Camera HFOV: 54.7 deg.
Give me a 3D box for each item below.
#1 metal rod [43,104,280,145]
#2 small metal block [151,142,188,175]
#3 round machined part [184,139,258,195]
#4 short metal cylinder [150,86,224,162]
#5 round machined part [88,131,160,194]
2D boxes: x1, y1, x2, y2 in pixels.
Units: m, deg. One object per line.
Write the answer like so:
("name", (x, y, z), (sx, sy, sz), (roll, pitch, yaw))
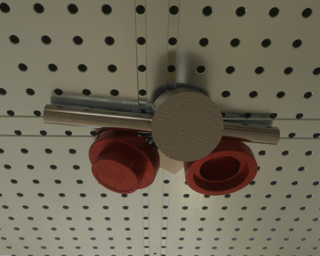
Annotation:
("metal rod", (0.006, -0.004, 0.404), (0.302, 0.025, 0.025), (5, 130, -5))
("small metal block", (0.016, 0.033, 0.435), (0.050, 0.025, 0.050), (29, 124, -23))
("round machined part", (0.083, 0.049, 0.436), (0.099, 0.042, 0.097), (-2, 133, -2))
("short metal cylinder", (0.029, -0.006, 0.366), (0.081, 0.050, 0.079), (-1, 105, -3))
("round machined part", (-0.053, 0.052, 0.423), (0.098, 0.042, 0.097), (12, 133, 13))
